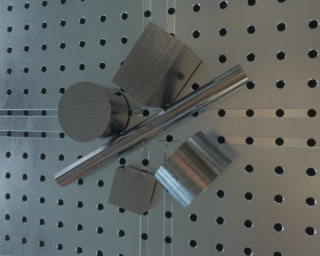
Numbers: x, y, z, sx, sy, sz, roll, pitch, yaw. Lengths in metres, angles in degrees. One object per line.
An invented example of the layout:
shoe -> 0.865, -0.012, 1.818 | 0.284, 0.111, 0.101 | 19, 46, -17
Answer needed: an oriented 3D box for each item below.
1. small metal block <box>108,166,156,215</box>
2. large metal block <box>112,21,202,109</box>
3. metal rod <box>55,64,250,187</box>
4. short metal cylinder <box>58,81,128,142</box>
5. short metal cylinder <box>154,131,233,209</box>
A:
small metal block -> -0.038, 0.084, 0.422 | 0.050, 0.025, 0.050 | 16, 95, 19
large metal block -> -0.001, -0.072, 0.380 | 0.050, 0.080, 0.080 | 38, 102, 16
metal rod -> -0.023, 0.005, 0.417 | 0.300, 0.025, 0.025 | -30, 80, 17
short metal cylinder -> -0.091, -0.021, 0.427 | 0.080, 0.050, 0.079 | 0, 90, 20
short metal cylinder -> 0.039, 0.049, 0.366 | 0.050, 0.080, 0.080 | 45, 104, 14
